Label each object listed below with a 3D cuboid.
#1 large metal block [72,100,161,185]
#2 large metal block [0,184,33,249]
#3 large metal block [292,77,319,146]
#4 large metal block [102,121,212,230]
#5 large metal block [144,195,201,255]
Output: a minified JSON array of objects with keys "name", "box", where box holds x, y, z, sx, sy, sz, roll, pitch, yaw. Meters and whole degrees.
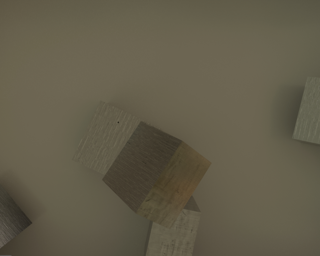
[{"name":"large metal block","box":[-0.053,0.019,0.398,0.080,0.050,0.080,25,90,-1]},{"name":"large metal block","box":[-0.221,0.117,0.374,0.050,0.080,0.080,-39,91,32]},{"name":"large metal block","box":[0.220,-0.014,0.383,0.080,0.050,0.080,14,90,36]},{"name":"large metal block","box":[-0.006,0.047,0.335,0.050,0.080,0.080,37,83,-36]},{"name":"large metal block","box":[0.013,0.128,0.384,0.050,0.080,0.080,12,90,-1]}]
